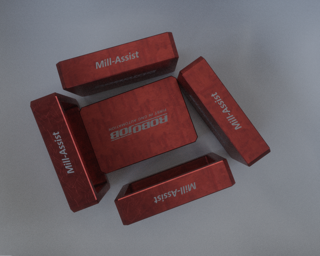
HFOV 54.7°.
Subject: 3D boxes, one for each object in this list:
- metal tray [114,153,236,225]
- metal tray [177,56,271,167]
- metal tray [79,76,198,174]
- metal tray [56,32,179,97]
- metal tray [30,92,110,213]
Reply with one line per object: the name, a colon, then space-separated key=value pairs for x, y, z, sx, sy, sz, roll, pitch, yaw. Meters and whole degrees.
metal tray: x=0.016 y=0.069 z=0.377 sx=0.131 sy=0.090 sz=0.030 roll=-20 pitch=90 yaw=-1
metal tray: x=0.072 y=-0.019 z=0.378 sx=0.030 sy=0.090 sz=0.130 roll=-36 pitch=90 yaw=1
metal tray: x=-0.027 y=-0.004 z=0.406 sx=0.131 sy=0.030 sz=0.090 roll=-20 pitch=90 yaw=-1
metal tray: x=-0.046 y=-0.073 z=0.376 sx=0.131 sy=0.090 sz=0.030 roll=-16 pitch=90 yaw=-1
metal tray: x=-0.104 y=0.026 z=0.375 sx=0.030 sy=0.090 sz=0.129 roll=-21 pitch=90 yaw=0
